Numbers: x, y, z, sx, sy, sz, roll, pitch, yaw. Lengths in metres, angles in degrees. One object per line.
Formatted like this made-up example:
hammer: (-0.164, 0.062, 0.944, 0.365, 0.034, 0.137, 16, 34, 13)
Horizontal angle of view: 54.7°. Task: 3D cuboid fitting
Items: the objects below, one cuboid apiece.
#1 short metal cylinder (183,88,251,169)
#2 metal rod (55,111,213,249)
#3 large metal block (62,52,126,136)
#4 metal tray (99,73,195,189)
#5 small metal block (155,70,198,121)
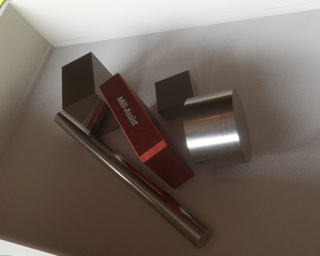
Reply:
short metal cylinder: (0.063, 0.001, 0.334, 0.050, 0.080, 0.080, -11, 57, 23)
metal rod: (-0.055, 0.048, 0.402, 0.300, 0.025, 0.025, 32, 80, 37)
large metal block: (-0.094, -0.047, 0.444, 0.050, 0.080, 0.080, -24, 53, 14)
metal tray: (-0.017, 0.002, 0.367, 0.030, 0.090, 0.130, -37, 51, 3)
small metal block: (0.023, -0.044, 0.416, 0.050, 0.025, 0.050, -18, 55, 17)
